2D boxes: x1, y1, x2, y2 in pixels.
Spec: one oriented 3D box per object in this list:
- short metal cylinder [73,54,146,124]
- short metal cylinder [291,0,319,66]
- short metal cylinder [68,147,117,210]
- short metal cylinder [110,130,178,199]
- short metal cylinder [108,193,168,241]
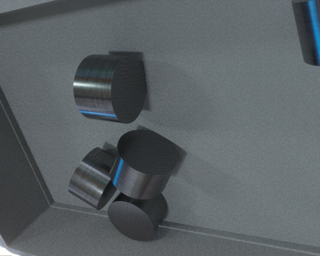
[{"bbox_3d":[-0.058,-0.048,0.374,0.050,0.080,0.079,8,122,24],"label":"short metal cylinder"},{"bbox_3d":[0.150,-0.087,0.240,0.080,0.080,0.050,-9,114,32],"label":"short metal cylinder"},{"bbox_3d":[-0.092,0.076,0.469,0.050,0.080,0.079,29,128,10],"label":"short metal cylinder"},{"bbox_3d":[-0.022,0.048,0.414,0.080,0.080,0.050,29,128,9],"label":"short metal cylinder"},{"bbox_3d":[-0.035,0.131,0.492,0.080,0.050,0.079,13,124,21],"label":"short metal cylinder"}]
